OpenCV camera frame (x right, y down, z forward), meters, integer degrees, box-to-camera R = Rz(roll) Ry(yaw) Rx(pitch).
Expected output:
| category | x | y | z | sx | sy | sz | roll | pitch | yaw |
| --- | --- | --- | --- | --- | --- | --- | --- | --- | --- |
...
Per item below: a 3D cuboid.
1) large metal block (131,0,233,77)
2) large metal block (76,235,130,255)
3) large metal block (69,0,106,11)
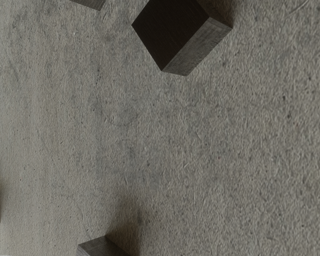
| category | x | y | z | sx | sy | sz | roll | pitch | yaw |
| --- | --- | --- | --- | --- | --- | --- | --- | --- | --- |
| large metal block | 0.024 | -0.121 | 0.369 | 0.080 | 0.050 | 0.080 | -45 | 63 | 31 |
| large metal block | -0.084 | 0.221 | 0.458 | 0.080 | 0.050 | 0.079 | 21 | 103 | 38 |
| large metal block | -0.113 | -0.234 | 0.462 | 0.080 | 0.081 | 0.050 | -49 | 61 | 29 |
